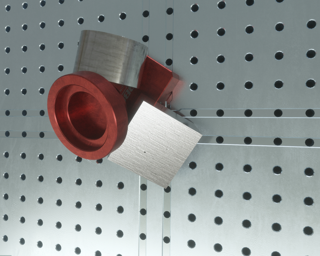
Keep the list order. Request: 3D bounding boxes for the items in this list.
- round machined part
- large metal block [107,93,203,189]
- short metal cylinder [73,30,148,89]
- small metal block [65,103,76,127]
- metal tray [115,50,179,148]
[{"bbox_3d":[-0.076,-0.017,0.350,0.098,0.042,0.097,12,116,27],"label":"round machined part"},{"bbox_3d":[-0.008,0.015,0.382,0.080,0.050,0.080,30,101,-14],"label":"large metal block"},{"bbox_3d":[-0.059,-0.080,0.371,0.080,0.080,0.050,14,95,19],"label":"short metal cylinder"},{"bbox_3d":[-0.105,-0.027,0.402,0.025,0.050,0.050,20,97,18],"label":"small metal block"},{"bbox_3d":[-0.046,-0.040,0.426,0.090,0.030,0.129,36,101,16],"label":"metal tray"}]
